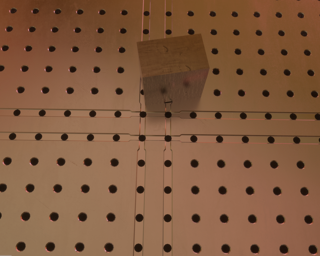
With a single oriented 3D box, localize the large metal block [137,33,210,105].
[{"bbox_3d":[0.015,-0.075,0.410,0.081,0.080,0.050,-9,71,-4],"label":"large metal block"}]
